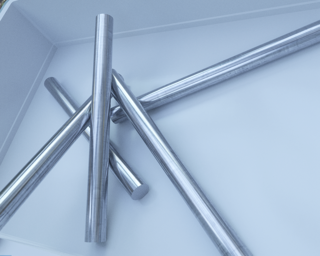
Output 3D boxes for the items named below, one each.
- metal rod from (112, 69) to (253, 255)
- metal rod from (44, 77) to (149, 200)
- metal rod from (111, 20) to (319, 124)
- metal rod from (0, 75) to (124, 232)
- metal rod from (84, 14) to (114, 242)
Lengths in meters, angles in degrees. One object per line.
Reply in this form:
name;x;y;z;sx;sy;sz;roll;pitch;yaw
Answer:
metal rod;0.001;0.025;0.369;0.025;0.025;0.300;-38;57;2
metal rod;-0.110;-0.002;0.464;0.025;0.025;0.300;-45;51;-3
metal rod;0.067;-0.069;0.412;0.301;0.025;0.025;-21;54;15
metal rod;-0.117;0.012;0.381;0.025;0.025;0.301;-4;35;26
metal rod;-0.078;-0.011;0.403;0.025;0.025;0.299;-7;74;24
